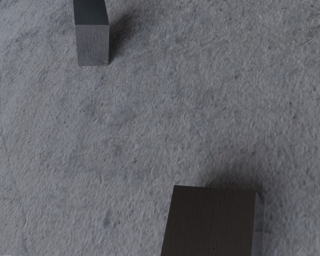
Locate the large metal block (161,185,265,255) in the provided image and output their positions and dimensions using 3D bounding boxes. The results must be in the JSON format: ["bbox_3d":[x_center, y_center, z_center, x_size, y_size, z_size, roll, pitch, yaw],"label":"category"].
[{"bbox_3d":[0.052,0.104,0.296,0.080,0.050,0.080,-1,61,27],"label":"large metal block"}]

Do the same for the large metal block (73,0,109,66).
[{"bbox_3d":[-0.115,-0.161,0.516,0.050,0.080,0.080,-4,53,-14],"label":"large metal block"}]
